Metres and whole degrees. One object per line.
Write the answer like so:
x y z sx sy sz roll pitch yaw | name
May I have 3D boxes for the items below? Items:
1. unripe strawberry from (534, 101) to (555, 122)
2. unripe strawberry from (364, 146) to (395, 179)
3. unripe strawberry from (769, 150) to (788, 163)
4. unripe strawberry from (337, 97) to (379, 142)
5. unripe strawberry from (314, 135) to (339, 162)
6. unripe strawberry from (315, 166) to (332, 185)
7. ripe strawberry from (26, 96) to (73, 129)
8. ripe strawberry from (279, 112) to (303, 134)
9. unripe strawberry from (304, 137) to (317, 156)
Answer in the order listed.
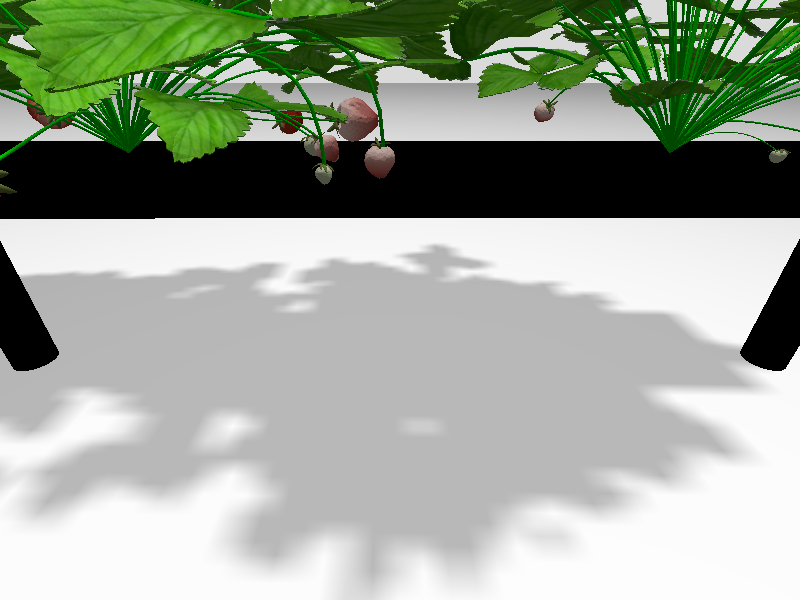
0.186 -0.242 0.518 0.026 0.023 0.026 -5 -10 -9 | unripe strawberry
-0.013 -0.088 0.255 0.019 0.020 0.018 11 32 19 | unripe strawberry
0.285 -0.108 0.302 0.010 0.010 0.009 16 33 26 | unripe strawberry
-0.039 -0.166 0.370 0.038 0.037 0.042 -8 31 -14 | unripe strawberry
-0.053 -0.112 0.297 0.019 0.019 0.018 -37 15 28 | unripe strawberry
-0.045 -0.075 0.238 0.010 0.011 0.011 16 34 26 | unripe strawberry
-0.393 -0.213 0.451 0.038 0.037 0.041 23 37 35 | ripe strawberry
-0.114 -0.189 0.420 0.027 0.028 0.024 -25 38 -38 | ripe strawberry
-0.069 -0.122 0.318 0.013 0.015 0.015 -12 28 12 | unripe strawberry
